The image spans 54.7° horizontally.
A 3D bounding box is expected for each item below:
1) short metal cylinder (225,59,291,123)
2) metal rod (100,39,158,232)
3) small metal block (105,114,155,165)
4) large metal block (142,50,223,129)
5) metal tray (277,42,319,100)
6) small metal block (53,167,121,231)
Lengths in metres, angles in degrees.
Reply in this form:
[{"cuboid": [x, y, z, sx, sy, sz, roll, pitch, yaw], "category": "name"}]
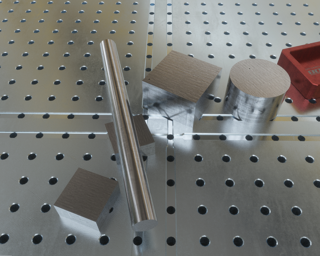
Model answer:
[{"cuboid": [0.135, -0.053, 0.437, 0.080, 0.050, 0.080, 0, 50, 0], "category": "short metal cylinder"}, {"cuboid": [-0.048, -0.018, 0.389, 0.025, 0.025, 0.300, -10, 50, -8], "category": "metal rod"}, {"cuboid": [-0.038, 0.014, 0.396, 0.050, 0.025, 0.050, -16, 52, -13], "category": "small metal block"}, {"cuboid": [0.031, -0.057, 0.439, 0.080, 0.050, 0.080, 25, 54, 19], "category": "large metal block"}, {"cuboid": [0.266, -0.098, 0.487, 0.131, 0.030, 0.090, -14, 51, -12], "category": "metal tray"}, {"cuboid": [-0.079, 0.078, 0.342, 0.050, 0.025, 0.050, 17, 52, 13], "category": "small metal block"}]
